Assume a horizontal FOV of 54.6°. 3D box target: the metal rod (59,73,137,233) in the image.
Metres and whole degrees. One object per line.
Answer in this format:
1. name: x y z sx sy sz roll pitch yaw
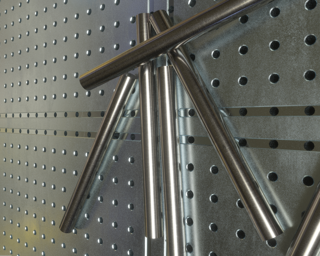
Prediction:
1. metal rod: -0.104 0.050 0.496 0.025 0.025 0.298 39 114 33

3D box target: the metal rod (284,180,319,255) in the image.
1. metal rod: 0.173 0.000 0.266 0.025 0.025 0.298 28 107 36

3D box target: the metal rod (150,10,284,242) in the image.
1. metal rod: 0.056 -0.019 0.363 0.025 0.025 0.299 -38 67 34

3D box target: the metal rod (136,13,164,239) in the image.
1. metal rod: -0.014 -0.005 0.422 0.025 0.025 0.298 -4 87 40

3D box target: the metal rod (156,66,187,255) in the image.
1. metal rod: 0.016 0.071 0.396 0.025 0.025 0.298 -6 86 40

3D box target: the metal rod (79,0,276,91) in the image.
1. metal rod: 0.020 -0.108 0.363 0.300 0.025 0.025 -19 78 29
